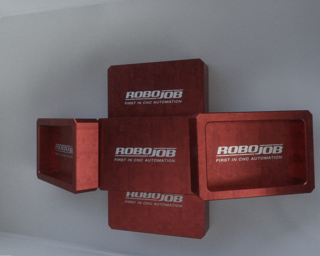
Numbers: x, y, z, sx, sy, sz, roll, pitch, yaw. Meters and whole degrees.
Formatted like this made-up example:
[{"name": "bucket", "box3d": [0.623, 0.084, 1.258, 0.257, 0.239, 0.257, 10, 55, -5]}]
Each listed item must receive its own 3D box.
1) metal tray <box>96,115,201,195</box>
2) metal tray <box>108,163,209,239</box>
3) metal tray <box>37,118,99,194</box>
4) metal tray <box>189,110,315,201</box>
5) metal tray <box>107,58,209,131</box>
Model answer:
[{"name": "metal tray", "box3d": [-0.013, 0.031, 0.379, 0.130, 0.030, 0.089, -1, 90, 19]}, {"name": "metal tray", "box3d": [-0.003, 0.090, 0.406, 0.130, 0.030, 0.089, 0, 90, 19]}, {"name": "metal tray", "box3d": [-0.129, 0.032, 0.419, 0.130, 0.030, 0.089, 2, 92, 49]}, {"name": "metal tray", "box3d": [0.100, 0.027, 0.338, 0.131, 0.030, 0.089, -2, 90, -10]}, {"name": "metal tray", "box3d": [-0.004, -0.039, 0.406, 0.130, 0.030, 0.089, 0, 90, 19]}]
